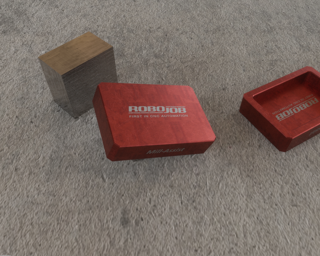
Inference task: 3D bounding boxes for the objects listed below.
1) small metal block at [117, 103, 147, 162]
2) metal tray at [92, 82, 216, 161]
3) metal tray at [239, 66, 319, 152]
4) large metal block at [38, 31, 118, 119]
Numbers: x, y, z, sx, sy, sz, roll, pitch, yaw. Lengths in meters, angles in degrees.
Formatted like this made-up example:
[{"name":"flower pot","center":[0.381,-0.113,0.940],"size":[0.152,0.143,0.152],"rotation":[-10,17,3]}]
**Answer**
[{"name":"small metal block","center":[-0.033,0.005,0.378],"size":[0.025,0.050,0.050],"rotation":[-19,46,23]},{"name":"metal tray","center":[-0.007,-0.010,0.373],"size":[0.131,0.030,0.090],"rotation":[-2,55,-29]},{"name":"metal tray","center":[0.189,-0.031,0.428],"size":[0.131,0.030,0.090],"rotation":[-24,54,-19]},{"name":"large metal block","center":[-0.108,-0.072,0.427],"size":[0.050,0.080,0.080],"rotation":[36,59,26]}]
